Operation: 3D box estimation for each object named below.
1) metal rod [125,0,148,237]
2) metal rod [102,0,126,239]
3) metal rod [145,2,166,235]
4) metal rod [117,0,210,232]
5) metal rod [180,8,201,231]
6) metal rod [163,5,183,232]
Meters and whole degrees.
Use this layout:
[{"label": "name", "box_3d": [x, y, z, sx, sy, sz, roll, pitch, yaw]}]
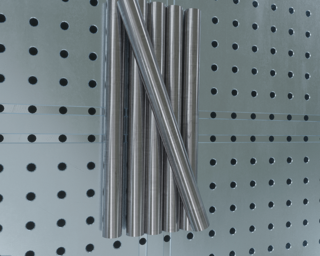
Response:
[{"label": "metal rod", "box_3d": [-0.030, -0.013, 0.400, 0.025, 0.025, 0.298, 1, 90, -20]}, {"label": "metal rod", "box_3d": [-0.058, -0.015, 0.390, 0.025, 0.025, 0.298, 1, 90, -20]}, {"label": "metal rod", "box_3d": [-0.007, -0.013, 0.409, 0.025, 0.025, 0.298, 1, 90, -20]}, {"label": "metal rod", "box_3d": [0.007, -0.012, 0.388, 0.025, 0.025, 0.299, -20, 97, -19]}, {"label": "metal rod", "box_3d": [0.041, -0.012, 0.428, 0.025, 0.025, 0.298, 1, 90, -20]}, {"label": "metal rod", "box_3d": [0.016, -0.012, 0.419, 0.025, 0.025, 0.298, 1, 90, -20]}]
